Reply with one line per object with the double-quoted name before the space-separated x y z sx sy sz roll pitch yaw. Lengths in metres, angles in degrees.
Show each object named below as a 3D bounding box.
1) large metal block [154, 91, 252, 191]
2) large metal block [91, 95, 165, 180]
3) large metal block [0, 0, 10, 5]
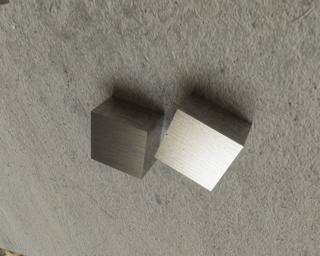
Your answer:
"large metal block" 0.051 0.016 0.374 0.080 0.050 0.079 31 128 8
"large metal block" -0.046 0.012 0.422 0.080 0.050 0.079 20 126 16
"large metal block" -0.257 -0.200 0.403 0.080 0.050 0.079 8 122 24
